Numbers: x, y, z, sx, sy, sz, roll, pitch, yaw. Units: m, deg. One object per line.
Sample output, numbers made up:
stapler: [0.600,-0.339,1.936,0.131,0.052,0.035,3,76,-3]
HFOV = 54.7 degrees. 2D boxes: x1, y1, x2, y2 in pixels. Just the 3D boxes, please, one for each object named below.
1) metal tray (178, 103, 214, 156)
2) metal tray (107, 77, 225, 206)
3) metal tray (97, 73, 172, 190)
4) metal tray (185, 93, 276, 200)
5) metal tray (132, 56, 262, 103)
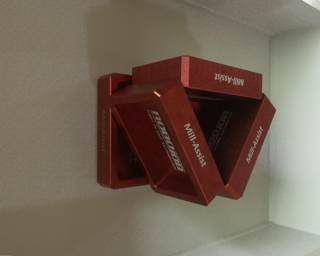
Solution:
metal tray: [0.042,0.006,0.437,0.091,0.030,0.129,2,88,-40]
metal tray: [0.005,0.016,0.327,0.030,0.090,0.129,-38,114,-33]
metal tray: [-0.029,0.004,0.378,0.091,0.030,0.129,1,89,-40]
metal tray: [0.079,0.018,0.388,0.030,0.090,0.130,43,64,-32]
metal tray: [0.044,-0.051,0.359,0.131,0.090,0.030,2,89,-40]
